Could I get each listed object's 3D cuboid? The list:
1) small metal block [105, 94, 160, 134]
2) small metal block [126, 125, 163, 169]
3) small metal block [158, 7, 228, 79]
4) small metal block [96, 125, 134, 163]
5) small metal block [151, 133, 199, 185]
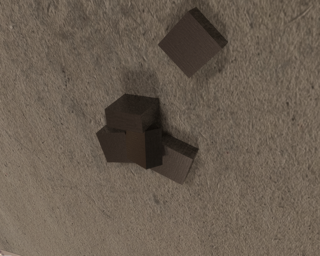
[{"bbox_3d":[-0.034,-0.020,0.395,0.050,0.050,0.025,10,122,22],"label":"small metal block"},{"bbox_3d":[-0.022,0.021,0.409,0.050,0.025,0.050,20,116,53],"label":"small metal block"},{"bbox_3d":[0.035,-0.091,0.332,0.050,0.025,0.050,46,129,-5],"label":"small metal block"},{"bbox_3d":[-0.058,0.023,0.450,0.050,0.025,0.050,-2,118,29],"label":"small metal block"},{"bbox_3d":[0.019,0.042,0.422,0.050,0.025,0.050,25,127,11],"label":"small metal block"}]
